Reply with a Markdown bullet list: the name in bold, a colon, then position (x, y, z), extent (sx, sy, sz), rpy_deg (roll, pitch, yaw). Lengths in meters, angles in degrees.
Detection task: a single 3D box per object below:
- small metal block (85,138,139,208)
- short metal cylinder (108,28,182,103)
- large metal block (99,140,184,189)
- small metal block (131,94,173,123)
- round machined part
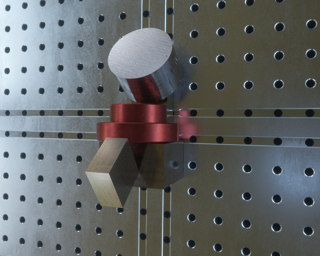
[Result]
- **small metal block**: position (-0.047, 0.045, 0.318), extent (0.025, 0.050, 0.050), rpy_deg (1, 129, 19)
- **short metal cylinder**: position (-0.017, -0.078, 0.387), extent (0.080, 0.050, 0.080), rpy_deg (-8, 58, 14)
- **large metal block**: position (-0.020, 0.041, 0.389), extent (0.080, 0.080, 0.050), rpy_deg (1, 91, 19)
- **small metal block**: position (-0.010, -0.031, 0.414), extent (0.050, 0.025, 0.050), rpy_deg (1, 90, 19)
- **round machined part**: position (-0.026, -0.007, 0.371), extent (0.098, 0.098, 0.042), rpy_deg (1, 91, 19)
